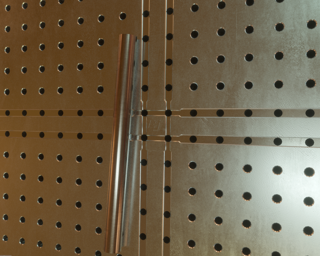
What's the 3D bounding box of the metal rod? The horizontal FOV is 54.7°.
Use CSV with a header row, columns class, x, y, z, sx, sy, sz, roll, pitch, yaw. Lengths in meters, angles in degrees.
class,x,y,z,sx,sy,sz,roll,pitch,yaw
metal rod,-0.055,0.022,0.430,0.025,0.025,0.298,5,92,19
